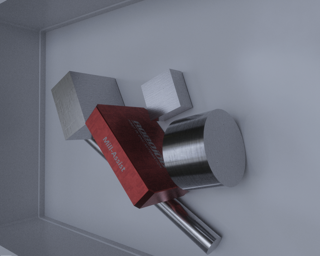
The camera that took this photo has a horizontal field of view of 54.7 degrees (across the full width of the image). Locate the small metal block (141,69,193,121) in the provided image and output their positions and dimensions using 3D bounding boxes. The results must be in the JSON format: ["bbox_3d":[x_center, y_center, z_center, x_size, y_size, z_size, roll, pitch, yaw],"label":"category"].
[{"bbox_3d":[0.008,-0.041,0.395,0.050,0.025,0.050,-25,75,37],"label":"small metal block"}]

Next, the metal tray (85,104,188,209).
[{"bbox_3d":[-0.022,0.028,0.378,0.030,0.091,0.130,-51,61,27],"label":"metal tray"}]

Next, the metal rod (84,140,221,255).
[{"bbox_3d":[-0.040,0.062,0.436,0.300,0.025,0.025,35,112,34],"label":"metal rod"}]

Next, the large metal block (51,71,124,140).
[{"bbox_3d":[-0.099,-0.030,0.448,0.050,0.081,0.080,-33,70,35],"label":"large metal block"}]

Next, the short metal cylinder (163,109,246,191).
[{"bbox_3d":[0.048,0.024,0.328,0.050,0.081,0.080,-15,81,40],"label":"short metal cylinder"}]
